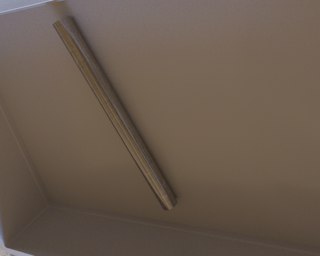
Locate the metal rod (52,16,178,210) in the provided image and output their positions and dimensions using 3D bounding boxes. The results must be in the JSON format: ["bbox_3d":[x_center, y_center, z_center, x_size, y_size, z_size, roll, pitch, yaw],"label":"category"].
[{"bbox_3d":[-0.054,-0.009,0.429,0.025,0.025,0.299,-17,110,34],"label":"metal rod"}]
